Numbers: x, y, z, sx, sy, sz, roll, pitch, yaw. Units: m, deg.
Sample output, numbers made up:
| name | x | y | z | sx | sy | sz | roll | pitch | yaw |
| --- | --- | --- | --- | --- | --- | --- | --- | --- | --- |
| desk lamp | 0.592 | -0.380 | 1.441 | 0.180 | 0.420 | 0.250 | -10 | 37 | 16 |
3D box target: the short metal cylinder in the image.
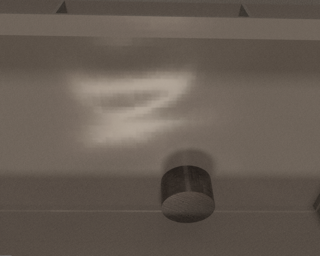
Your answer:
| name | x | y | z | sx | sy | sz | roll | pitch | yaw |
| --- | --- | --- | --- | --- | --- | --- | --- | --- | --- |
| short metal cylinder | 0.042 | 0.104 | 0.482 | 0.081 | 0.050 | 0.079 | 0 | 130 | 0 |
